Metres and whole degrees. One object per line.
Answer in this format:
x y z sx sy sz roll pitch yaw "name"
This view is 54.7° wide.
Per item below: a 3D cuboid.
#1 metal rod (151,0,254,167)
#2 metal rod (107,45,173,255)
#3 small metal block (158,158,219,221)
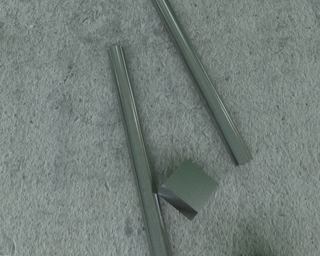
0.050 -0.086 0.439 0.025 0.025 0.299 -21 72 -8 "metal rod"
-0.029 0.025 0.398 0.025 0.025 0.299 -13 71 -5 "metal rod"
0.034 0.073 0.372 0.050 0.025 0.050 38 51 12 "small metal block"
